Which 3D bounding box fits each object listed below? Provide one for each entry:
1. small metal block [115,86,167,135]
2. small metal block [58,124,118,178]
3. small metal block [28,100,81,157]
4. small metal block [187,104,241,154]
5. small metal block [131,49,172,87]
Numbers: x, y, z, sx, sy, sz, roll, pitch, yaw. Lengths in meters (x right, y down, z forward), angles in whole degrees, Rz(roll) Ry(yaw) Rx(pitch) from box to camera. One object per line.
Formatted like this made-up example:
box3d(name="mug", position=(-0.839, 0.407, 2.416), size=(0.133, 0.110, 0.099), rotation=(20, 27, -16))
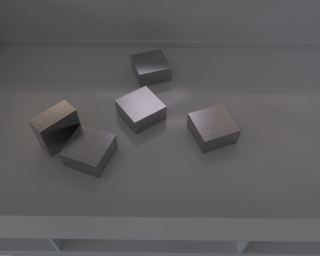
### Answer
box3d(name="small metal block", position=(-0.026, -0.025, 0.426), size=(0.050, 0.025, 0.050), rotation=(-28, 56, -22))
box3d(name="small metal block", position=(-0.087, 0.028, 0.381), size=(0.050, 0.025, 0.050), rotation=(17, 52, 13))
box3d(name="small metal block", position=(-0.128, 0.001, 0.387), size=(0.025, 0.050, 0.050), rotation=(37, 59, 27))
box3d(name="small metal block", position=(0.069, 0.000, 0.405), size=(0.050, 0.025, 0.050), rotation=(-16, 52, -13))
box3d(name="small metal block", position=(-0.014, -0.094, 0.484), size=(0.050, 0.025, 0.050), rotation=(-14, 52, -12))
